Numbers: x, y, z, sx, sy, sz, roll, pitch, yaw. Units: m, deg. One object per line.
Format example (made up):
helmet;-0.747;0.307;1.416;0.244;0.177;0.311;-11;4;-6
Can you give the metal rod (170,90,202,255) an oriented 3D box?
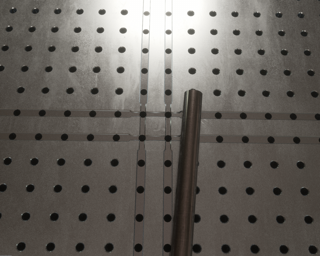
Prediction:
metal rod;0.031;0.092;0.378;0.025;0.025;0.299;6;70;2
